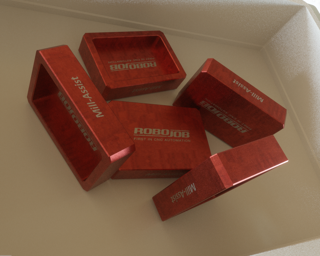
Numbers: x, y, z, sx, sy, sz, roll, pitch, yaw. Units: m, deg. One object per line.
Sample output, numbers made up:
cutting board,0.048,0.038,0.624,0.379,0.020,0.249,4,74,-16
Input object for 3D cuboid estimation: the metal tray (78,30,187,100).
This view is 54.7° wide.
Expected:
metal tray,-0.036,-0.092,0.438,0.131,0.030,0.090,-14,69,-34

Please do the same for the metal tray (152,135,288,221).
metal tray,0.059,0.057,0.333,0.091,0.129,0.030,-13,69,-34

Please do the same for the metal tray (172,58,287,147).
metal tray,0.094,-0.027,0.430,0.130,0.090,0.030,33,52,-7

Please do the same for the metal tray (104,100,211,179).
metal tray,-0.002,0.016,0.389,0.131,0.030,0.090,3,60,-27

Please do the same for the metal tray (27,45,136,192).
metal tray,-0.087,-0.008,0.320,0.030,0.090,0.130,-27,77,-38
